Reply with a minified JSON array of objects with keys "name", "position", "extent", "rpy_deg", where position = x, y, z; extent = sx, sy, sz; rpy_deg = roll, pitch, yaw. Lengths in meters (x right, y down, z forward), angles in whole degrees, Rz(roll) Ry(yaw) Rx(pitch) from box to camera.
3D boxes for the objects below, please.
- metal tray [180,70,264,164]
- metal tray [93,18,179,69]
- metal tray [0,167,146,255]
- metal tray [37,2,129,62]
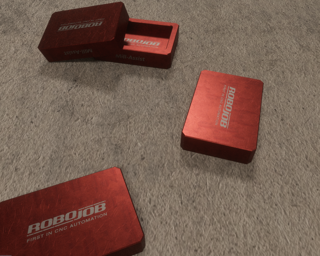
[{"name":"metal tray","position":[0.086,-0.020,0.418],"extent":[0.090,0.030,0.130],"rpy_deg":[13,51,10]},{"name":"metal tray","position":[-0.039,-0.146,0.522],"extent":[0.131,0.030,0.090],"rpy_deg":[9,50,7]},{"name":"metal tray","position":[-0.090,0.100,0.315],"extent":[0.131,0.030,0.090],"rpy_deg":[-16,52,-14]},{"name":"metal tray","position":[-0.122,-0.155,0.501],"extent":[0.130,0.030,0.090],"rpy_deg":[-3,57,15]}]
